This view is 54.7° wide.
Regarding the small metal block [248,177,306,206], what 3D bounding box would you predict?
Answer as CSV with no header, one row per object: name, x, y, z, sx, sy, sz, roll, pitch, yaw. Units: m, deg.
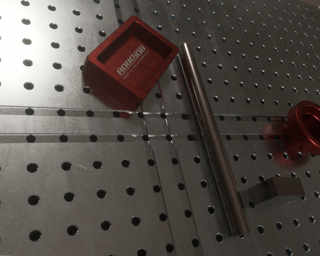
small metal block,0.160,0.088,0.427,0.050,0.050,0.025,6,59,-26

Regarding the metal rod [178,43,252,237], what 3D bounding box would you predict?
metal rod,0.071,0.001,0.447,0.025,0.025,0.299,1,61,-28

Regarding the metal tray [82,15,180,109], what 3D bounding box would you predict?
metal tray,-0.037,-0.098,0.446,0.090,0.030,0.130,36,51,-5

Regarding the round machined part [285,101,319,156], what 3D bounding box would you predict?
round machined part,0.259,0.004,0.538,0.099,0.042,0.098,14,56,-21
